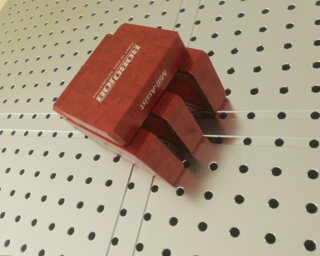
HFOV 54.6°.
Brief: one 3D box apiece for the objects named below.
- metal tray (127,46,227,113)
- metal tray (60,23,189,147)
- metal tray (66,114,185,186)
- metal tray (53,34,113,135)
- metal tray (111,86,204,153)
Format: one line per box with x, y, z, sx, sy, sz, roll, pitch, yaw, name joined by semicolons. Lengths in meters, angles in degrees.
0.013;-0.070;0.402;0.130;0.090;0.030;23;75;36;metal tray
-0.040;-0.053;0.343;0.090;0.030;0.130;23;74;36;metal tray
-0.043;0.017;0.379;0.130;0.090;0.030;23;75;36;metal tray
-0.087;-0.057;0.445;0.030;0.090;0.130;29;76;15;metal tray
-0.018;-0.021;0.389;0.130;0.090;0.030;22;73;35;metal tray
